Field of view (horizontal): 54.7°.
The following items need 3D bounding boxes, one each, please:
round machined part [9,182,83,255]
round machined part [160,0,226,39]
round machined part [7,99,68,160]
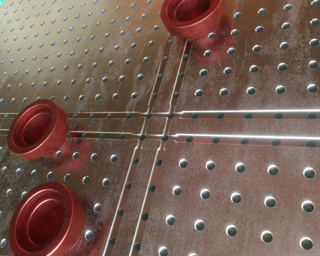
[{"bbox_3d":[-0.138,0.121,0.393,0.098,0.042,0.098,-13,56,20],"label":"round machined part"},{"bbox_3d":[0.053,-0.176,0.476,0.098,0.042,0.098,-13,56,20],"label":"round machined part"},{"bbox_3d":[-0.187,0.006,0.490,0.098,0.042,0.098,-13,56,20],"label":"round machined part"}]
